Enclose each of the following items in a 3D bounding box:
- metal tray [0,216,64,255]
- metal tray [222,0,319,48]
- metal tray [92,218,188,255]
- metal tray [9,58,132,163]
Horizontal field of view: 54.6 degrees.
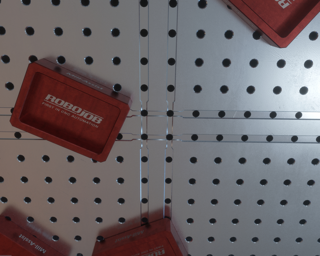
[{"bbox_3d":[-0.226,0.209,0.486,0.130,0.030,0.090,41,105,-14],"label":"metal tray"},{"bbox_3d":[0.122,-0.166,0.350,0.130,0.030,0.090,37,106,-13],"label":"metal tray"},{"bbox_3d":[-0.029,0.203,0.485,0.130,0.030,0.090,-22,109,7],"label":"metal tray"},{"bbox_3d":[-0.113,-0.021,0.401,0.131,0.030,0.090,24,108,-9],"label":"metal tray"}]
